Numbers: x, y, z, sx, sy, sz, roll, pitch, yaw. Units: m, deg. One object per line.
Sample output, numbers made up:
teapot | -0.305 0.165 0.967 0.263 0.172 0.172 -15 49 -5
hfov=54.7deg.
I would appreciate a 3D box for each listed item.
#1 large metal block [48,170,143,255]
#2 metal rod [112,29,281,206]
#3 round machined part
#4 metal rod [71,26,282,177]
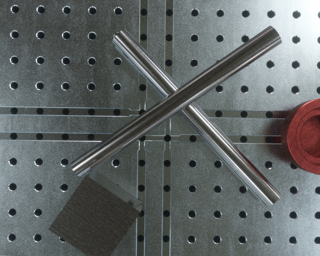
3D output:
large metal block | -0.079 0.112 0.400 0.080 0.050 0.080 35 90 -1
metal rod | 0.049 -0.014 0.414 0.025 0.025 0.300 -43 91 0
round machined part | 0.208 0.011 0.408 0.099 0.042 0.097 0 90 -1
metal rod | 0.013 -0.028 0.389 0.300 0.025 0.025 -34 91 9
